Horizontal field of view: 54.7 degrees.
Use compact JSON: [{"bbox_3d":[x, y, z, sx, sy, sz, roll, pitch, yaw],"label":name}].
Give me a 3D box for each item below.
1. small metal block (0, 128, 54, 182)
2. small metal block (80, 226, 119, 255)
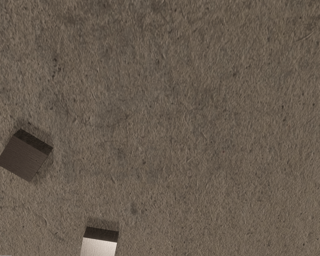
[{"bbox_3d":[-0.183,0.037,0.421,0.050,0.025,0.050,34,106,-12],"label":"small metal block"},{"bbox_3d":[-0.093,0.184,0.476,0.050,0.025,0.050,11,110,-5],"label":"small metal block"}]
